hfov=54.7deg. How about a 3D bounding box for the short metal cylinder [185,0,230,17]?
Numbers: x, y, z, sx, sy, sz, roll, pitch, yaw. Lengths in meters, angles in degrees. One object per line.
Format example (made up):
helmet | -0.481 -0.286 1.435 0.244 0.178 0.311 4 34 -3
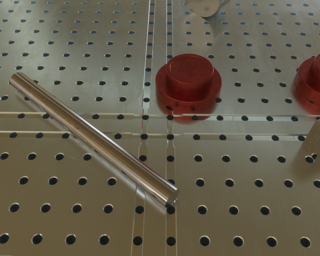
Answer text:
short metal cylinder | 0.093 -0.261 0.592 0.080 0.080 0.050 32 57 24

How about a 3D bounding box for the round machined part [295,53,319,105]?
round machined part | 0.259 -0.078 0.464 0.099 0.042 0.098 0 50 0

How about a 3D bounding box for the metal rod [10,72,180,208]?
metal rod | -0.100 0.002 0.404 0.300 0.025 0.025 33 58 25

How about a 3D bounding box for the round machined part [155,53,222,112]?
round machined part | 0.042 -0.073 0.458 0.099 0.042 0.098 0 50 0

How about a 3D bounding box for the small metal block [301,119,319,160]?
small metal block | 0.214 0.008 0.386 0.050 0.050 0.025 -18 52 -14
